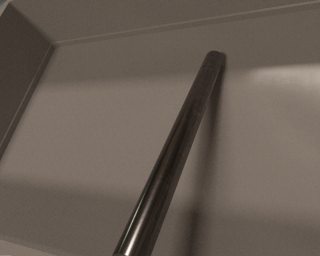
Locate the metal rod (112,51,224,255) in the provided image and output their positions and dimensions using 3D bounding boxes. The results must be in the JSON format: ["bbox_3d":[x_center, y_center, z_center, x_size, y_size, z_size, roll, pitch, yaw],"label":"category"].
[{"bbox_3d":[0.027,-0.001,0.319,0.025,0.025,0.301,-3,38,26],"label":"metal rod"}]
